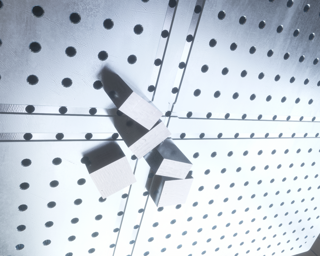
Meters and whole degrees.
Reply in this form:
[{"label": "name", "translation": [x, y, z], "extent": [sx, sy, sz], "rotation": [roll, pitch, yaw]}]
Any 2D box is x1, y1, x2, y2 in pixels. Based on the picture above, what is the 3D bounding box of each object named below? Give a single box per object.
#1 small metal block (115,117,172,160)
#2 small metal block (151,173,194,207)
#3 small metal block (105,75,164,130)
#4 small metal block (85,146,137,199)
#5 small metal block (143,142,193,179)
[{"label": "small metal block", "translation": [-0.022, 0.003, 0.387], "extent": [0.050, 0.050, 0.025], "rotation": [-38, 130, -3]}, {"label": "small metal block", "translation": [0.019, 0.093, 0.481], "extent": [0.050, 0.025, 0.050], "rotation": [0, 118, -29]}, {"label": "small metal block", "translation": [-0.031, -0.030, 0.361], "extent": [0.025, 0.050, 0.050], "rotation": [-49, 129, 6]}, {"label": "small metal block", "translation": [-0.065, 0.059, 0.414], "extent": [0.050, 0.025, 0.050], "rotation": [-26, 128, -12]}, {"label": "small metal block", "translation": [0.009, 0.043, 0.428], "extent": [0.050, 0.050, 0.025], "rotation": [16, 110, -35]}]
